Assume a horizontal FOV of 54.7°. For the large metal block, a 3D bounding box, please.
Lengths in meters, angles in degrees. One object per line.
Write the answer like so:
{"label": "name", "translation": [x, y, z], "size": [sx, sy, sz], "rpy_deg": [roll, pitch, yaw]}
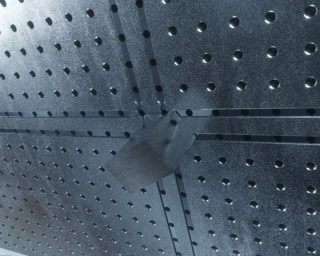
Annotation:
{"label": "large metal block", "translation": [-0.011, 0.030, 0.398], "size": [0.080, 0.080, 0.050], "rpy_deg": [-33, 100, 38]}
